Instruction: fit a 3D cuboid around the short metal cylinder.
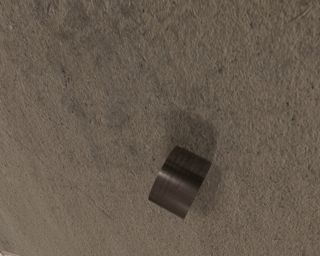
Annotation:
[{"bbox_3d":[0.027,0.069,0.399,0.050,0.080,0.079,27,128,11],"label":"short metal cylinder"}]
